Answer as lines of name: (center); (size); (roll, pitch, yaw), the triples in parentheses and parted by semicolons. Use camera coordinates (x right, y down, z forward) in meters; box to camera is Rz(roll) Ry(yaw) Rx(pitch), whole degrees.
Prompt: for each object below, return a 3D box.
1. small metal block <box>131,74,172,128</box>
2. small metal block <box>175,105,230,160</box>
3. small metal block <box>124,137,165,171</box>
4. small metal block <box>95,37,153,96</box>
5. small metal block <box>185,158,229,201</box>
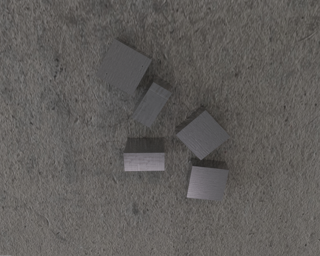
small metal block: (-0.010, -0.035, 0.383); (0.025, 0.050, 0.050); (30, 107, -11)
small metal block: (0.056, 0.006, 0.412); (0.050, 0.025, 0.050); (-41, 105, 13)
small metal block: (-0.019, 0.034, 0.409); (0.050, 0.050, 0.025); (-1, 110, 0)
small metal block: (-0.044, -0.076, 0.381); (0.050, 0.025, 0.050); (28, 108, -10)
small metal block: (0.065, 0.073, 0.437); (0.050, 0.025, 0.050); (7, 110, -3)
